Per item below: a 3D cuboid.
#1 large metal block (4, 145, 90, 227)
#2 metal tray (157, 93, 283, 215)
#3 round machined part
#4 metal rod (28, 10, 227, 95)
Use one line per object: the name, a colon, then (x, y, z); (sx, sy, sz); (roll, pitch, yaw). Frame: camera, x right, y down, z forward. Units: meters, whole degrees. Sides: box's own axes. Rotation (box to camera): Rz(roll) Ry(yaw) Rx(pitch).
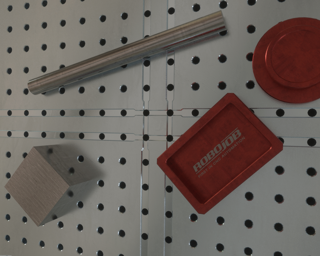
large metal block: (-0.166, 0.082, 0.458); (0.080, 0.050, 0.080); (43, 103, 15)
metal tray: (0.072, 0.032, 0.384); (0.130, 0.030, 0.090); (-44, 77, 14)
round machined part: (0.155, -0.076, 0.349); (0.098, 0.042, 0.097); (0, 90, 20)
metal rod: (-0.058, -0.099, 0.433); (0.301, 0.025, 0.025); (-14, 85, 19)
